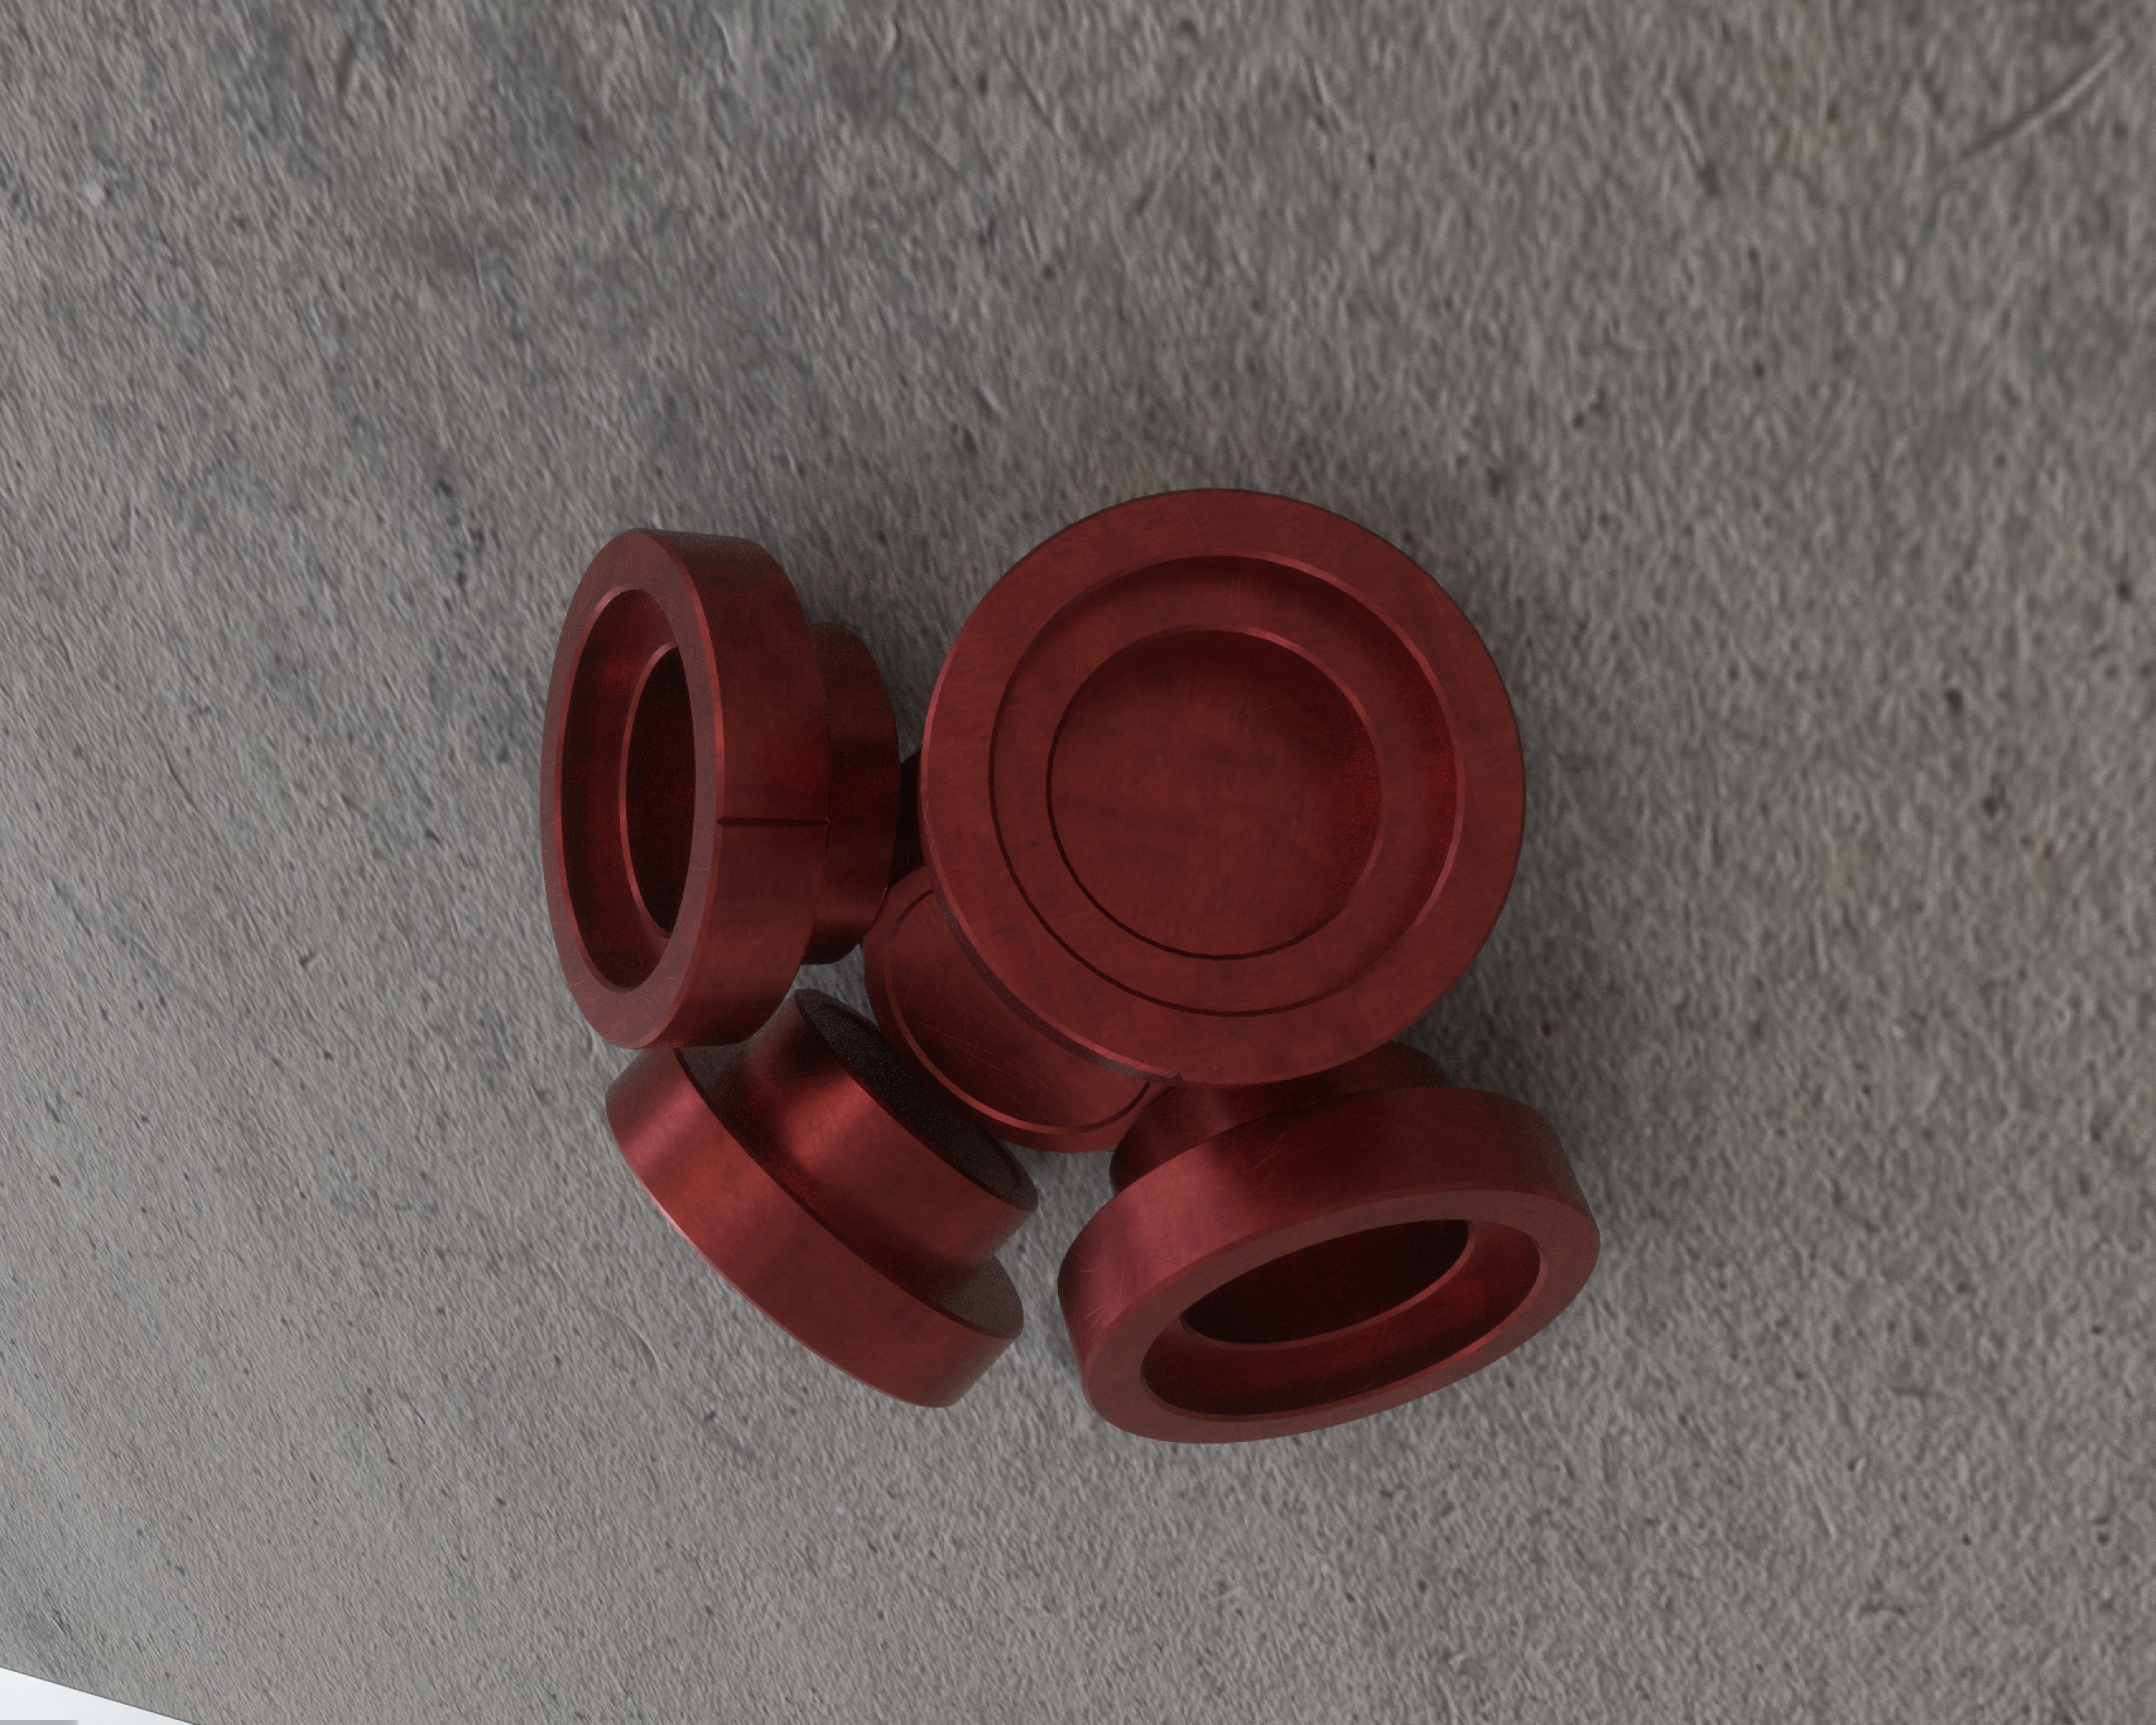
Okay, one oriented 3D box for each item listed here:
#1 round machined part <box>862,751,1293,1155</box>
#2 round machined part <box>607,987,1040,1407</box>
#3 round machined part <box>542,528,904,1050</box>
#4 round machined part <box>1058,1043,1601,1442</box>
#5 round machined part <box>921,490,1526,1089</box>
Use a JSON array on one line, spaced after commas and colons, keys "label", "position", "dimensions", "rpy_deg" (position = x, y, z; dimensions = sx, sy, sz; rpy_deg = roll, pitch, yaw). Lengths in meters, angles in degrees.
[{"label": "round machined part", "position": [-0.003, 0.018, 0.408], "dimensions": [0.098, 0.042, 0.097], "rpy_deg": [13, 124, 21]}, {"label": "round machined part", "position": [-0.047, 0.064, 0.437], "dimensions": [0.098, 0.098, 0.042], "rpy_deg": [42, 92, -1]}, {"label": "round machined part", "position": [-0.068, -0.014, 0.402], "dimensions": [0.098, 0.042, 0.097], "rpy_deg": [-1, 88, 58]}, {"label": "round machined part", "position": [0.044, 0.068, 0.393], "dimensions": [0.099, 0.042, 0.097], "rpy_deg": [-11, 143, -8]}, {"label": "round machined part", "position": [0.022, -0.010, 0.355], "dimensions": [0.098, 0.098, 0.042], "rpy_deg": [40, 169, 1]}]
